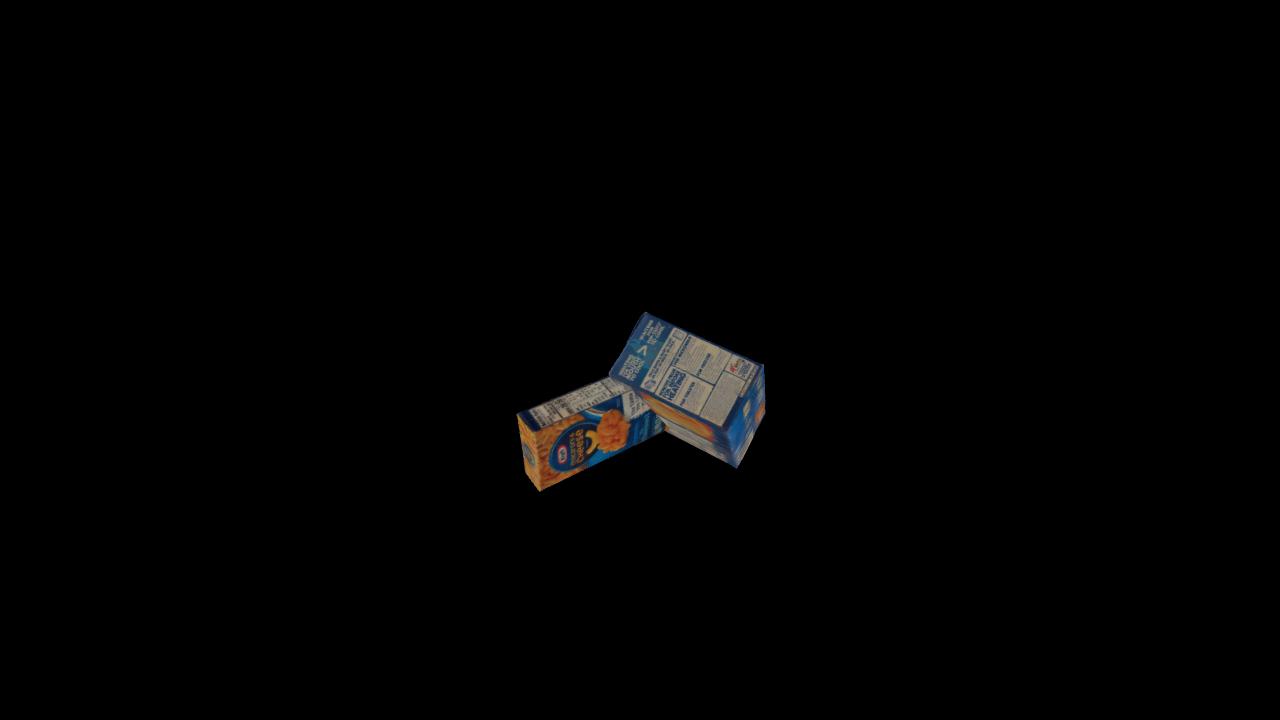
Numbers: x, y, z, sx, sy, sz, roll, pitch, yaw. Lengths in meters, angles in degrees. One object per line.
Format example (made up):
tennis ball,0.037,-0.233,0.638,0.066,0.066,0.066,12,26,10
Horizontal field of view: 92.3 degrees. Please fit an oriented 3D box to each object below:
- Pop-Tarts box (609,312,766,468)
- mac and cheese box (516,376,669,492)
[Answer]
Pop-Tarts box,0.060,0.039,0.690,0.141,0.083,0.167,25,-15,20
mac and cheese box,-0.038,0.064,0.666,0.184,0.093,0.041,-23,47,-27
